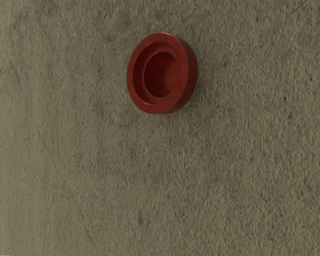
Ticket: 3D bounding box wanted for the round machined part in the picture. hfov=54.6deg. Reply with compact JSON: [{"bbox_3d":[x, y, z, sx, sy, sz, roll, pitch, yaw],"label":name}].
[{"bbox_3d":[0.007,-0.066,0.389,0.098,0.042,0.097,0,90,40],"label":"round machined part"}]
